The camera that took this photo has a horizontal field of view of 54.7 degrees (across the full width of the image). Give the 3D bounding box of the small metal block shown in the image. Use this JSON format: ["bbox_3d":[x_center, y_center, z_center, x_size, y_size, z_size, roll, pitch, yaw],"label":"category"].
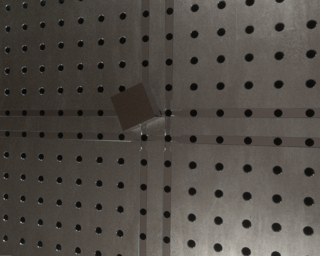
[{"bbox_3d":[-0.032,-0.028,0.423,0.050,0.025,0.050,-24,82,18],"label":"small metal block"}]
